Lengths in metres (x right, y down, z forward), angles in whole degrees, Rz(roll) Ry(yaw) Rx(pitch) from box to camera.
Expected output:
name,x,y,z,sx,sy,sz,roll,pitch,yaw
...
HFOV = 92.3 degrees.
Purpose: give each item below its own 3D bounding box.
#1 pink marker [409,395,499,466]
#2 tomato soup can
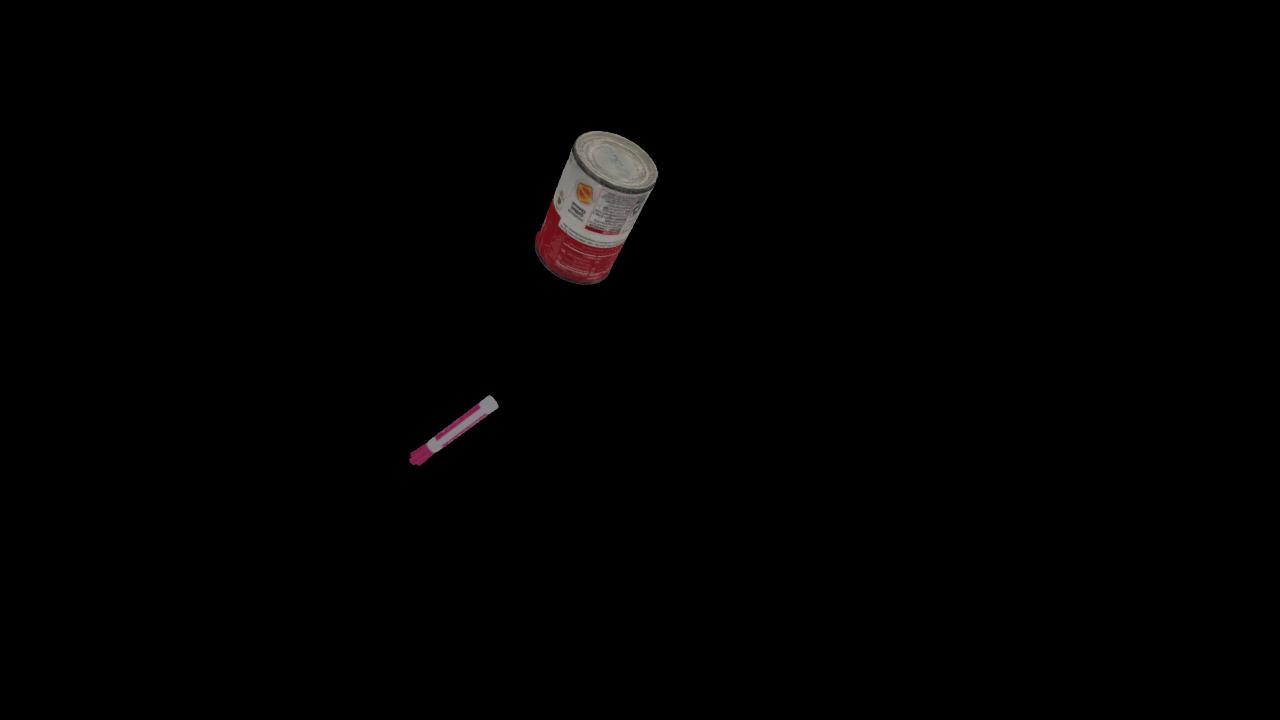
name,x,y,z,sx,sy,sz,roll,pitch,yaw
pink marker,-0.220,0.084,0.723,0.121,0.020,0.020,-36,0,0
tomato soup can,-0.036,-0.117,0.479,0.068,0.068,0.101,0,-35,-28
